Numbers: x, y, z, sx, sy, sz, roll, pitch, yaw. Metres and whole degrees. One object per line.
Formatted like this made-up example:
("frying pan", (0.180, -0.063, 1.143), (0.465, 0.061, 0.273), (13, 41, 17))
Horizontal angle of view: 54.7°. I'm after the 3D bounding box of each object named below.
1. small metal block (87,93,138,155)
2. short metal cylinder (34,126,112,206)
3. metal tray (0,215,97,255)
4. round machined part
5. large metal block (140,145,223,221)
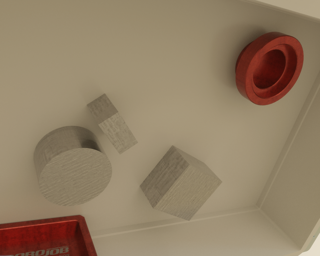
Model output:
("small metal block", (-0.056, -0.005, 0.360), (0.025, 0.050, 0.050), (-34, 129, -7))
("short metal cylinder", (-0.103, 0.044, 0.365), (0.081, 0.050, 0.079), (-14, 125, -21))
("metal tray", (-0.151, 0.156, 0.381), (0.131, 0.090, 0.030), (2, 118, -30))
("round machined part", (0.144, -0.084, 0.427), (0.099, 0.042, 0.097), (-14, 125, -21))
("large metal block", (0.032, 0.084, 0.464), (0.080, 0.050, 0.080), (31, 101, -38))
